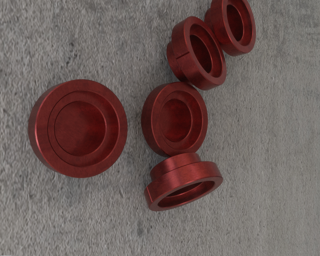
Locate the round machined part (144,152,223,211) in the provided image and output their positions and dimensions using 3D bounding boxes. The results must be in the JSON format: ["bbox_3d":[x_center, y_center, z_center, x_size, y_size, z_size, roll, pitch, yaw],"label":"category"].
[{"bbox_3d":[0.026,0.065,0.391,0.099,0.098,0.042,3,54,-40],"label":"round machined part"}]

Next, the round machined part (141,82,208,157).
[{"bbox_3d":[0.014,-0.010,0.406,0.099,0.042,0.097,0,90,-40],"label":"round machined part"}]

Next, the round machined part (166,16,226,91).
[{"bbox_3d":[0.046,-0.096,0.419,0.098,0.042,0.098,26,54,-42],"label":"round machined part"}]

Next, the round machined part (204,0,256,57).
[{"bbox_3d":[0.104,-0.158,0.474,0.099,0.042,0.097,8,79,-46],"label":"round machined part"}]

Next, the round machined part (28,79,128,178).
[{"bbox_3d":[-0.086,0.001,0.321,0.099,0.042,0.097,0,90,-40],"label":"round machined part"}]
